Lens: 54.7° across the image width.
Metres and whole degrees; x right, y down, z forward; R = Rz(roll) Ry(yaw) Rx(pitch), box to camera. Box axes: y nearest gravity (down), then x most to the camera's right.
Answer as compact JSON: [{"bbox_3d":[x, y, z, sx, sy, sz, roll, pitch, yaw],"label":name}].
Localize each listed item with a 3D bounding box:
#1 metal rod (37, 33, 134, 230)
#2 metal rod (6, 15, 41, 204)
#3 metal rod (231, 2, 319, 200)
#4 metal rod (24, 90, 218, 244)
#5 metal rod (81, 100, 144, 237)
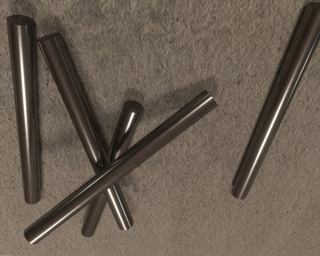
[{"bbox_3d":[-0.085,0.027,0.404,0.025,0.025,0.298,-10,122,8],"label":"metal rod"},{"bbox_3d":[-0.173,0.002,0.406,0.025,0.025,0.298,9,130,-8],"label":"metal rod"},{"bbox_3d":[0.143,-0.008,0.402,0.025,0.025,0.298,4,130,-4],"label":"metal rod"},{"bbox_3d":[-0.055,0.054,0.397,0.300,0.025,0.025,-38,123,7],"label":"metal rod"},{"bbox_3d":[-0.082,0.081,0.474,0.025,0.025,0.298,15,129,-13],"label":"metal rod"}]
